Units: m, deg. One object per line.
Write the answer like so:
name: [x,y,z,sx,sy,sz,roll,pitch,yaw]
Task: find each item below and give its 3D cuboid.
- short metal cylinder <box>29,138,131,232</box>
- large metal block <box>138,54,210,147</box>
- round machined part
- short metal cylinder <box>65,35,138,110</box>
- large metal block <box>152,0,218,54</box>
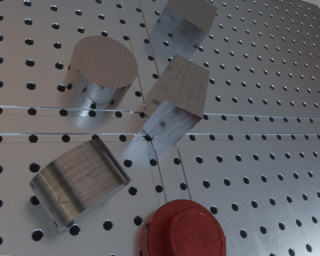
short metal cylinder: [-0.075,0.054,0.299,0.081,0.080,0.050,-31,79,-38]
large metal block: [0.018,-0.034,0.403,0.050,0.080,0.080,24,53,-14]
round machined part: [0.032,0.125,0.338,0.099,0.042,0.098,14,56,-21]
short metal cylinder: [-0.075,-0.070,0.394,0.081,0.050,0.080,14,56,-21]
large metal block: [0.044,-0.187,0.530,0.080,0.050,0.080,29,52,-10]
